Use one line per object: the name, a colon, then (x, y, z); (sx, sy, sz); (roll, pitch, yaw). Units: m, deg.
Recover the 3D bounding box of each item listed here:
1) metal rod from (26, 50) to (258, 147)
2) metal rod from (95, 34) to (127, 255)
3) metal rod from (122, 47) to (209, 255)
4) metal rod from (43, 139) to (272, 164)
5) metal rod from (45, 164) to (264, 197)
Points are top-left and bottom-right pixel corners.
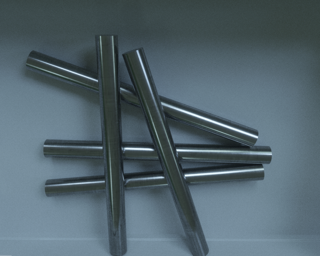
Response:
metal rod: (-0.016, -0.034, 0.396); (0.302, 0.025, 0.025); (19, 109, -8)
metal rod: (-0.060, 0.037, 0.395); (0.025, 0.025, 0.298); (0, 110, -1)
metal rod: (0.014, 0.046, 0.400); (0.025, 0.025, 0.298); (-17, 110, 6)
metal rod: (-0.002, 0.032, 0.421); (0.302, 0.025, 0.025); (2, 110, -1)
metal rod: (-0.008, 0.073, 0.437); (0.302, 0.025, 0.025); (-5, 110, 1)
